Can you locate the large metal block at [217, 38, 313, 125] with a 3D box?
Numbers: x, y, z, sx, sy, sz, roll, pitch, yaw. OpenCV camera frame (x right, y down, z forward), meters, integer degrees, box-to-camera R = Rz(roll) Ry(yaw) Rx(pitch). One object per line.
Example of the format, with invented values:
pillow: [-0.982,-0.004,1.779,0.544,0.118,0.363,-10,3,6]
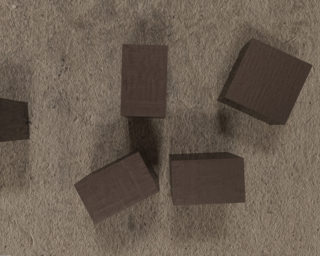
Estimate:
large metal block: [0.132,-0.057,0.399,0.080,0.050,0.080,25,90,-1]

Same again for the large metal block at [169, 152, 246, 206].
large metal block: [0.054,0.059,0.383,0.081,0.080,0.050,-2,90,-1]

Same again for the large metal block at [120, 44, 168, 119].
large metal block: [-0.018,-0.053,0.382,0.050,0.080,0.079,1,90,0]

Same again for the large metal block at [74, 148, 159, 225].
large metal block: [-0.048,0.066,0.382,0.080,0.080,0.050,-27,90,0]

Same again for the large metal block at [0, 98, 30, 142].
large metal block: [-0.218,-0.007,0.380,0.081,0.080,0.050,-3,90,-1]
